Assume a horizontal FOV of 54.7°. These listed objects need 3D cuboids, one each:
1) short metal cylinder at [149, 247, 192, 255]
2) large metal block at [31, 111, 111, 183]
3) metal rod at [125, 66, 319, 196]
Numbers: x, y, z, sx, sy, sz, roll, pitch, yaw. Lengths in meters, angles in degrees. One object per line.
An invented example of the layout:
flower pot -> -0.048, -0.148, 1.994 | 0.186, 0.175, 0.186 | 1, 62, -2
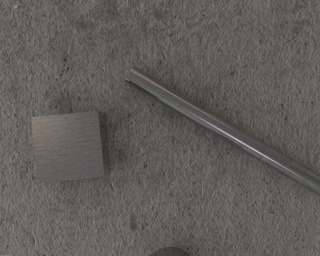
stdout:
short metal cylinder -> 0.014, 0.202, 0.398 | 0.081, 0.050, 0.079 | 0, 90, 0
large metal block -> -0.111, 0.023, 0.396 | 0.081, 0.050, 0.080 | -6, 90, 0
metal rod -> 0.090, 0.005, 0.410 | 0.301, 0.025, 0.025 | 30, 90, 0
